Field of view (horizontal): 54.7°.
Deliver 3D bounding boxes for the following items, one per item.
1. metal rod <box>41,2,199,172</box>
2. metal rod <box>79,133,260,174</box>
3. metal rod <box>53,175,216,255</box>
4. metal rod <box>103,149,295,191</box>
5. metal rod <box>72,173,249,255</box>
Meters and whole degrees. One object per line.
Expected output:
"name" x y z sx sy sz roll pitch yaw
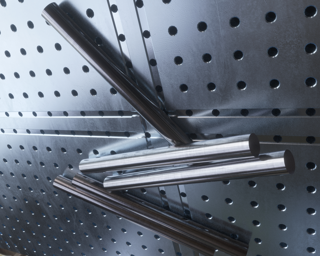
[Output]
"metal rod" -0.034 -0.043 0.400 0.300 0.025 0.025 45 129 -4
"metal rod" -0.013 0.041 0.415 0.300 0.025 0.025 -12 113 41
"metal rod" -0.051 0.145 0.525 0.301 0.025 0.025 19 126 16
"metal rod" 0.023 0.063 0.408 0.299 0.025 0.025 -16 111 43
"metal rod" -0.009 0.137 0.499 0.301 0.025 0.025 19 126 16
